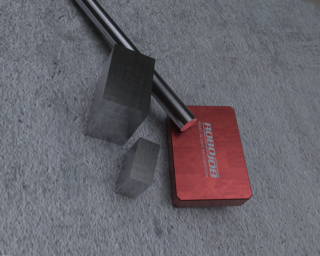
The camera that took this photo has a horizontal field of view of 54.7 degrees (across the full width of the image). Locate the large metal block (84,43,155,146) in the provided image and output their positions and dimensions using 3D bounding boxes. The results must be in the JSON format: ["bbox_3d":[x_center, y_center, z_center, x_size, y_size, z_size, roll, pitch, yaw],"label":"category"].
[{"bbox_3d":[-0.048,-0.037,0.366,0.050,0.080,0.080,18,55,-19],"label":"large metal block"}]

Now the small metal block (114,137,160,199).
[{"bbox_3d":[-0.026,0.046,0.347,0.025,0.050,0.050,23,53,-15],"label":"small metal block"}]

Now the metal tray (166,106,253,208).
[{"bbox_3d":[0.058,0.033,0.396,0.091,0.030,0.130,1,60,-8],"label":"metal tray"}]

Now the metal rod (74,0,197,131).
[{"bbox_3d":[-0.053,-0.116,0.425,0.025,0.025,0.300,-25,69,-37],"label":"metal rod"}]

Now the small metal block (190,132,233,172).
[{"bbox_3d":[0.073,0.027,0.429,0.050,0.025,0.050,40,51,-2],"label":"small metal block"}]
